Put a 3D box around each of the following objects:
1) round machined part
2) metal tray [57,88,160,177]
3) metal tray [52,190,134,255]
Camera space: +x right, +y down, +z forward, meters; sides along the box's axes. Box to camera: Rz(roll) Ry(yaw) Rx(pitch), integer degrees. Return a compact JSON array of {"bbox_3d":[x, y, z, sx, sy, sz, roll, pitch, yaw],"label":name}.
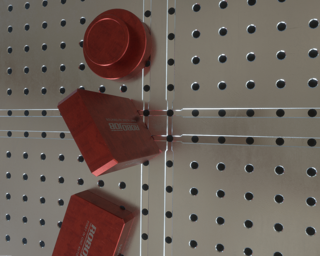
[{"bbox_3d":[-0.065,-0.116,0.426,0.098,0.042,0.097,0,90,20],"label":"round machined part"},{"bbox_3d":[-0.055,0.004,0.376,0.030,0.130,0.090,-33,79,17],"label":"metal tray"},{"bbox_3d":[-0.101,0.168,0.446,0.090,0.030,0.129,21,97,18],"label":"metal tray"}]
